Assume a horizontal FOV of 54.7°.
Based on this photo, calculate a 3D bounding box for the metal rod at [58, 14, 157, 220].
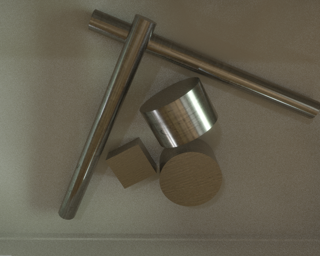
[{"bbox_3d":[-0.076,0.004,0.396,0.025,0.025,0.298,23,114,-9],"label":"metal rod"}]

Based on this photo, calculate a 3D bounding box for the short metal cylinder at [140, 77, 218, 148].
[{"bbox_3d":[0.023,-0.020,0.375,0.080,0.080,0.050,-27,108,9],"label":"short metal cylinder"}]

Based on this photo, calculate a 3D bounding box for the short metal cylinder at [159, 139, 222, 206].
[{"bbox_3d":[0.039,0.058,0.420,0.081,0.050,0.079,0,110,-1],"label":"short metal cylinder"}]

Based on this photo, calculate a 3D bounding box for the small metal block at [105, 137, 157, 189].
[{"bbox_3d":[-0.039,0.048,0.429,0.050,0.025,0.050,-27,108,9],"label":"small metal block"}]

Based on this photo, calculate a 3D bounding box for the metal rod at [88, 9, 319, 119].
[{"bbox_3d":[0.061,-0.075,0.384,0.302,0.025,0.025,20,109,-8],"label":"metal rod"}]
